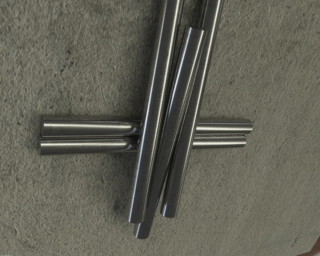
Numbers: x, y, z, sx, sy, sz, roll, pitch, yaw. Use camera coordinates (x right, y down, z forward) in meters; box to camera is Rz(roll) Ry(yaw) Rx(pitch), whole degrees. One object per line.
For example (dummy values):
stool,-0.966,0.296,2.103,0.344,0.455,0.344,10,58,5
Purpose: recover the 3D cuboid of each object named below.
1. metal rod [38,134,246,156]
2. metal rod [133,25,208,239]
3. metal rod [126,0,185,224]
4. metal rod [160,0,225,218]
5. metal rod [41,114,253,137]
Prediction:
metal rod,-0.003,0.019,0.421,0.303,0.025,0.025,0,119,-29
metal rod,0.006,0.023,0.394,0.025,0.025,0.298,0,118,-29
metal rod,-0.008,-0.020,0.366,0.025,0.025,0.298,0,110,-29
metal rod,0.038,-0.020,0.390,0.025,0.025,0.298,0,110,-29
metal rod,0.004,-0.002,0.411,0.303,0.025,0.025,0,119,-29
